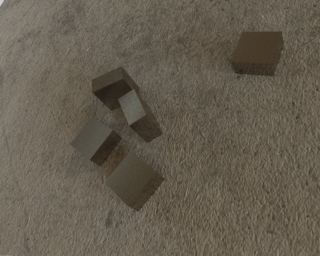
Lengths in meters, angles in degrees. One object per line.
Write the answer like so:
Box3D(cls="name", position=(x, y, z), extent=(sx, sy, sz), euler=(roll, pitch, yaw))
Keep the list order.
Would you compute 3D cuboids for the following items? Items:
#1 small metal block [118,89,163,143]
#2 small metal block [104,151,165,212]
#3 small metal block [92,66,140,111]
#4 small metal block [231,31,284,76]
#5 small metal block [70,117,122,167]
Box3D(cls="small metal block", position=(-0.025, -0.015, 0.411), extent=(0.025, 0.050, 0.050), euler=(-33, 52, 7))
Box3D(cls="small metal block", position=(-0.031, 0.065, 0.381), extent=(0.050, 0.025, 0.050), euler=(34, 81, 38))
Box3D(cls="small metal block", position=(-0.065, -0.057, 0.457), extent=(0.050, 0.050, 0.025), euler=(-22, 54, 15))
Box3D(cls="small metal block", position=(0.125, -0.096, 0.397), extent=(0.050, 0.025, 0.050), euler=(11, 67, 32))
Box3D(cls="small metal block", position=(-0.091, 0.019, 0.440), extent=(0.050, 0.025, 0.050), euler=(28, 77, 37))
